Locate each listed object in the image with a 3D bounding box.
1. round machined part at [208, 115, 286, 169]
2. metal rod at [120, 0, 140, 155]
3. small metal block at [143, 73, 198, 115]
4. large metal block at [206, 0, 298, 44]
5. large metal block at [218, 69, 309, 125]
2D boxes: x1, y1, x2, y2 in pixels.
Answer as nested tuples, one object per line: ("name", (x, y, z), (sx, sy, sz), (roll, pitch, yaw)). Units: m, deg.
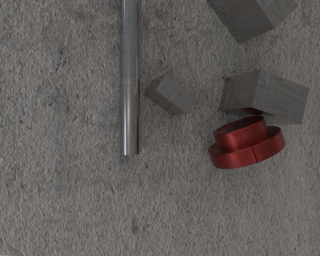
("round machined part", (0.110, 0.015, 0.411), (0.099, 0.098, 0.042), (-23, 97, -19))
("metal rod", (-0.038, -0.116, 0.394), (0.025, 0.025, 0.298), (0, 90, -20))
("small metal block", (0.012, -0.042, 0.400), (0.050, 0.050, 0.025), (35, 79, -17))
("large metal block", (0.123, -0.172, 0.425), (0.050, 0.080, 0.080), (-45, 104, -14))
("large metal block", (0.141, -0.039, 0.432), (0.081, 0.080, 0.050), (16, 85, -20))
